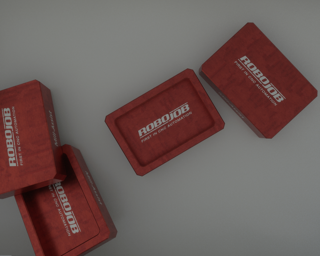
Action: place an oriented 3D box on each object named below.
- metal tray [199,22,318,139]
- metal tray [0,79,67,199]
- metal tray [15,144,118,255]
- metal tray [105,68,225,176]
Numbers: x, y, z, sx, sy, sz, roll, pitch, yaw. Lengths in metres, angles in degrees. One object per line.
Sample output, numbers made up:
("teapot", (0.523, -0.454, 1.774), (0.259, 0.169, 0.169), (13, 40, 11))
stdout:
("metal tray", (0.128, -0.061, 0.410), (0.090, 0.030, 0.130), (-43, 90, 0))
("metal tray", (-0.176, 0.013, 0.387), (0.090, 0.030, 0.129), (-17, 73, 3))
("metal tray", (-0.122, 0.097, 0.386), (0.090, 0.030, 0.130), (-30, 71, 0))
("metal tray", (0.006, -0.007, 0.408), (0.130, 0.030, 0.090), (-31, 90, 0))
